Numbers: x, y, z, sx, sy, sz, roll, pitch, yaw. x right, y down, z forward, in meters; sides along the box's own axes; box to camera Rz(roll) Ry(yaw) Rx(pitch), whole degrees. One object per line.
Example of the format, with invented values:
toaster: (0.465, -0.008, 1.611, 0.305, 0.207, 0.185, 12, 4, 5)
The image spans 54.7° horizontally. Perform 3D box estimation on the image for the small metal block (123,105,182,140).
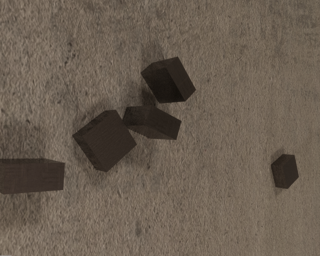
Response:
small metal block: (-0.011, -0.006, 0.381, 0.050, 0.050, 0.025, 26, 74, -37)

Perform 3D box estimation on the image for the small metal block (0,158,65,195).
small metal block: (-0.123, 0.043, 0.286, 0.050, 0.050, 0.025, 4, 88, -40)

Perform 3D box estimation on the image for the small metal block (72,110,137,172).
small metal block: (-0.062, 0.014, 0.354, 0.050, 0.025, 0.050, -43, 117, -32)

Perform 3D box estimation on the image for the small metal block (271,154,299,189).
small metal block: (0.250, 0.086, 0.619, 0.050, 0.025, 0.050, -28, 108, -37)

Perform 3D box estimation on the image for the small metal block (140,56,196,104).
small metal block: (0.011, -0.060, 0.399, 0.025, 0.050, 0.050, -48, 119, -30)
